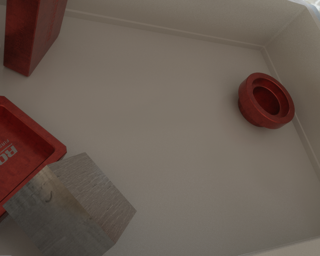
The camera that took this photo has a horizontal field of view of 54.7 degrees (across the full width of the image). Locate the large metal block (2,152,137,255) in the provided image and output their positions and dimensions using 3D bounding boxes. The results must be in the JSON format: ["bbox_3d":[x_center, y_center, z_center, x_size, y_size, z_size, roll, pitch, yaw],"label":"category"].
[{"bbox_3d":[-0.074,0.073,0.278,0.080,0.050,0.080,48,7,3],"label":"large metal block"}]

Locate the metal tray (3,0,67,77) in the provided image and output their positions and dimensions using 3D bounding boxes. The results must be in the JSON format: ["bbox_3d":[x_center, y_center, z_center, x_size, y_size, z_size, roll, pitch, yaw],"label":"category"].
[{"bbox_3d":[-0.135,-0.129,0.345,0.030,0.129,0.090,26,53,-13],"label":"metal tray"}]

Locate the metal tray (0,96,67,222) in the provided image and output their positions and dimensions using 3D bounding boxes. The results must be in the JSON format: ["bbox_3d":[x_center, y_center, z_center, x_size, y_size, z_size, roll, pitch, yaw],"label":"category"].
[{"bbox_3d":[-0.162,0.037,0.280,0.090,0.030,0.131,41,44,-4],"label":"metal tray"}]

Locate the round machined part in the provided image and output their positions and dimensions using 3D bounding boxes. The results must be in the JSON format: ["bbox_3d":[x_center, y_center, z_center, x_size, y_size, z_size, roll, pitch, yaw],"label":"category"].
[{"bbox_3d":[0.170,-0.040,0.514,0.099,0.042,0.098,14,56,-21],"label":"round machined part"}]
